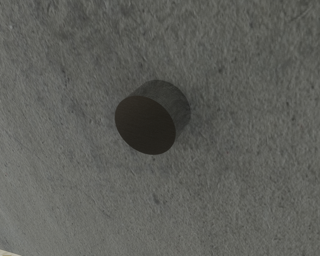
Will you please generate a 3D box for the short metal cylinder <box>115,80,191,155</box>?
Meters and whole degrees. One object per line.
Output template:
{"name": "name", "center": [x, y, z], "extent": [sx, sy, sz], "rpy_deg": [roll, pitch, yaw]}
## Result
{"name": "short metal cylinder", "center": [-0.008, -0.014, 0.385], "extent": [0.080, 0.050, 0.079], "rpy_deg": [13, 124, 20]}
